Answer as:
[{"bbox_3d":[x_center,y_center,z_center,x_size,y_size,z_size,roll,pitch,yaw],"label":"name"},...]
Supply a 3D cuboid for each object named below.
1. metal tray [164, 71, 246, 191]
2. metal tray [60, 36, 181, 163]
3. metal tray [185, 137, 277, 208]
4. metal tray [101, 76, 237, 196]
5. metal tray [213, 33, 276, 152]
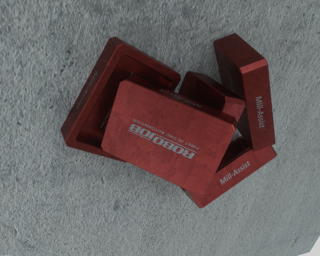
[{"bbox_3d":[0.045,0.004,0.395,0.030,0.090,0.129,7,116,-32],"label":"metal tray"},{"bbox_3d":[-0.046,-0.028,0.364,0.091,0.030,0.129,22,107,-37],"label":"metal tray"},{"bbox_3d":[0.094,0.059,0.456,0.130,0.090,0.030,-33,94,-7],"label":"metal tray"},{"bbox_3d":[0.007,0.007,0.345,0.130,0.030,0.089,24,112,9],"label":"metal tray"},{"bbox_3d":[0.109,-0.044,0.397,0.030,0.090,0.129,-21,128,1],"label":"metal tray"}]
